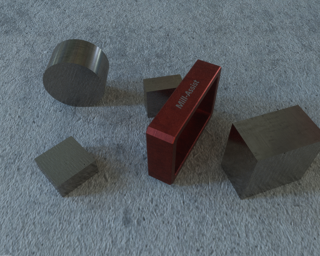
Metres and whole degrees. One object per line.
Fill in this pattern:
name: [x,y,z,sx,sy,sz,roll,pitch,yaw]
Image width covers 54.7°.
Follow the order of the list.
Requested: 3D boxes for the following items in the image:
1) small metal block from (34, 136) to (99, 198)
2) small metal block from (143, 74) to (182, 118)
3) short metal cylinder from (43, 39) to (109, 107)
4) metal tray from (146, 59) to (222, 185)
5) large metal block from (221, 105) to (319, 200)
small metal block: [-0.109,0.044,0.365,0.050,0.025,0.050,-36,59,-26]
small metal block: [0.005,-0.043,0.423,0.050,0.050,0.025,-9,51,-8]
short metal cylinder: [-0.114,-0.075,0.429,0.080,0.080,0.050,1,50,1]
metal tray: [0.030,-0.008,0.367,0.030,0.089,0.130,22,54,18]
large metal block: [0.121,0.028,0.345,0.081,0.080,0.050,-15,52,-12]
